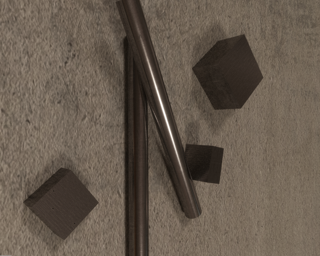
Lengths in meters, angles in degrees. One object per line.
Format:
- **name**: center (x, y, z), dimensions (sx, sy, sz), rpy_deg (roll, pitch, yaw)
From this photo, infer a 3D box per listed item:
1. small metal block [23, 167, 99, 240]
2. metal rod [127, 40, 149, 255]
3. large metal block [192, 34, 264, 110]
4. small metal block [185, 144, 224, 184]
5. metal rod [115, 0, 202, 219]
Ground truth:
- **small metal block**: center (-0.101, 0.077, 0.321), dimensions (0.050, 0.025, 0.050), rpy_deg (-47, 118, -30)
- **metal rod**: center (-0.027, 0.031, 0.383), dimensions (0.025, 0.025, 0.298), rpy_deg (-1, 91, -40)
- **large metal block**: center (0.107, -0.085, 0.481), dimensions (0.080, 0.050, 0.080), rpy_deg (-49, 119, -29)
- **small metal block**: center (0.060, 0.050, 0.441), dimensions (0.025, 0.050, 0.050), rpy_deg (15, 81, -40)
- **metal rod**: center (0.007, -0.007, 0.387), dimensions (0.025, 0.025, 0.298), rpy_deg (-36, 120, -34)
